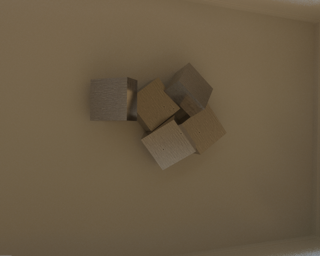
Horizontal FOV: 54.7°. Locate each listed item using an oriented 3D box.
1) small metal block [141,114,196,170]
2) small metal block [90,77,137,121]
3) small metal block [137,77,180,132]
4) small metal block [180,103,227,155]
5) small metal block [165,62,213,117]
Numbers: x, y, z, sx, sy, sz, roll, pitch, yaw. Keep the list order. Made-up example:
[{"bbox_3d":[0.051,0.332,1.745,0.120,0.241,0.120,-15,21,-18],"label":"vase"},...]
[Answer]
[{"bbox_3d":[0.012,0.018,0.402,0.050,0.025,0.050,-32,102,14],"label":"small metal block"},{"bbox_3d":[-0.056,-0.033,0.374,0.050,0.025,0.050,0,89,23],"label":"small metal block"},{"bbox_3d":[-0.011,-0.030,0.406,0.050,0.025,0.050,-39,103,-16],"label":"small metal block"},{"bbox_3d":[0.056,0.001,0.431,0.050,0.025,0.050,-38,102,-16],"label":"small metal block"},{"bbox_3d":[0.040,-0.051,0.412,0.050,0.025,0.050,45,41,-15],"label":"small metal block"}]
